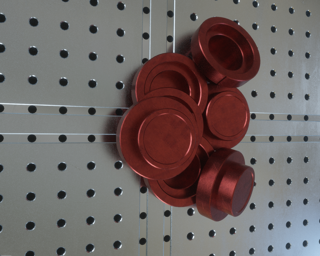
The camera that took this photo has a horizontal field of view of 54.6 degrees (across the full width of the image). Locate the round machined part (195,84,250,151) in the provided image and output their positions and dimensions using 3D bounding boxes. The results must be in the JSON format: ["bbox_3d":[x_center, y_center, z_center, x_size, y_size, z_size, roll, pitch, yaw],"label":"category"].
[{"bbox_3d":[0.086,-0.016,0.434,0.099,0.042,0.097,0,90,-20],"label":"round machined part"}]

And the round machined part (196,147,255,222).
[{"bbox_3d":[0.092,0.078,0.411,0.099,0.042,0.097,-24,121,-46],"label":"round machined part"}]

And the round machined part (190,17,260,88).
[{"bbox_3d":[0.084,-0.097,0.422,0.099,0.042,0.098,10,65,-23],"label":"round machined part"}]

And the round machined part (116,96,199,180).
[{"bbox_3d":[0.002,0.012,0.359,0.099,0.042,0.097,0,90,-20],"label":"round machined part"}]

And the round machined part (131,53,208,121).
[{"bbox_3d":[0.010,-0.046,0.407,0.099,0.042,0.097,0,90,-20],"label":"round machined part"}]

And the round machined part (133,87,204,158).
[{"bbox_3d":[0.004,-0.002,0.404,0.099,0.042,0.097,0,90,-20],"label":"round machined part"}]

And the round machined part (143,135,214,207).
[{"bbox_3d":[0.023,0.051,0.412,0.099,0.042,0.097,0,90,-20],"label":"round machined part"}]
